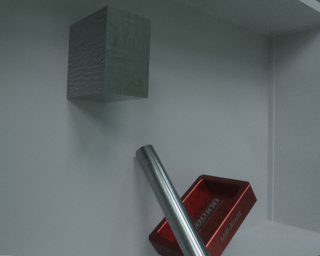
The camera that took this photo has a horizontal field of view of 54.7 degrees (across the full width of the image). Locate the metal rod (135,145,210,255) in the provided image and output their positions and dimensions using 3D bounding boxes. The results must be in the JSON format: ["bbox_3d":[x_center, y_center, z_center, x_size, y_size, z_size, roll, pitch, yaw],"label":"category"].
[{"bbox_3d":[0.044,0.144,0.325,0.025,0.025,0.299,-2,51,-40],"label":"metal rod"}]

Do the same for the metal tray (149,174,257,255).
[{"bbox_3d":[0.058,0.121,0.415,0.131,0.090,0.030,-43,116,-32],"label":"metal tray"}]

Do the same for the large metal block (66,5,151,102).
[{"bbox_3d":[-0.056,-0.071,0.325,0.050,0.080,0.080,3,88,-40],"label":"large metal block"}]
